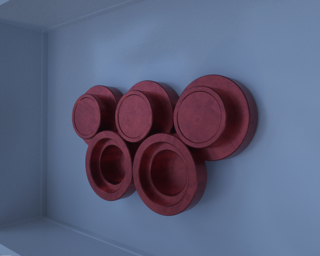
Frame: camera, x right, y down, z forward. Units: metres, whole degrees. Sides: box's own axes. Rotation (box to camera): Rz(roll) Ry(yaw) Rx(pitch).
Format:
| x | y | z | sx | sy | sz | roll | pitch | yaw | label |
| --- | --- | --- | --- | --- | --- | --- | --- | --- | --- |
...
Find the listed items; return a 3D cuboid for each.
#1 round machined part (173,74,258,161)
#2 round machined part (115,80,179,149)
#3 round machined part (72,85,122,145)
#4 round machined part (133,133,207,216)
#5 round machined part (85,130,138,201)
| x | y | z | sx | sy | sz | roll | pitch | yaw | label |
| --- | --- | --- | --- | --- | --- | --- | --- | --- | --- |
| 0.054 | -0.011 | 0.348 | 0.098 | 0.042 | 0.097 | -1 | 89 | 40 | round machined part |
| -0.021 | -0.015 | 0.411 | 0.098 | 0.042 | 0.097 | -1 | 89 | 40 | round machined part |
| -0.097 | -0.017 | 0.472 | 0.098 | 0.042 | 0.097 | -1 | 88 | 39 | round machined part |
| 0.016 | 0.054 | 0.380 | 0.098 | 0.042 | 0.097 | 0 | 90 | 40 | round machined part |
| -0.060 | 0.052 | 0.443 | 0.098 | 0.042 | 0.097 | 0 | 90 | 40 | round machined part |
